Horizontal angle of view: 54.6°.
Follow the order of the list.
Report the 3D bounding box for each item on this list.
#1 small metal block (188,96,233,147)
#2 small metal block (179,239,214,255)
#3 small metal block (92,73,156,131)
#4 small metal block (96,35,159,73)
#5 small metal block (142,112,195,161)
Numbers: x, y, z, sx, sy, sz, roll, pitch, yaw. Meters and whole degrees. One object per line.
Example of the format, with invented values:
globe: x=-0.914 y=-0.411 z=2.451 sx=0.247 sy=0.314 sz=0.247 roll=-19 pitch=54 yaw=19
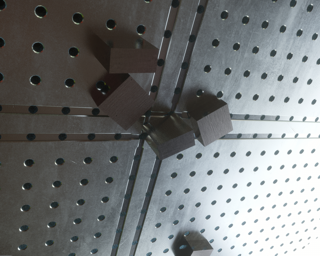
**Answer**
small metal block: x=0.073 y=-0.009 z=0.445 sx=0.050 sy=0.025 sz=0.050 roll=-29 pitch=128 yaw=-10
small metal block: x=0.068 y=0.244 z=0.598 sx=0.050 sy=0.025 sz=0.050 roll=10 pitch=113 yaw=-33
small metal block: x=-0.042 y=-0.033 z=0.367 sx=0.050 sy=0.025 sz=0.050 roll=-44 pitch=129 yaw=2
small metal block: x=-0.036 y=-0.078 z=0.327 sx=0.050 sy=0.050 sz=0.025 roll=-6 pitch=121 yaw=-26
small metal block: x=0.011 y=0.010 z=0.406 sx=0.050 sy=0.050 sz=0.025 roll=-23 pitch=127 yaw=-15
